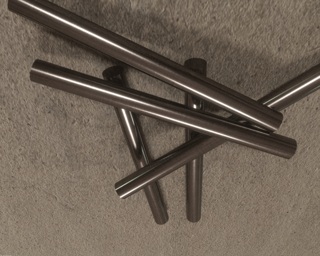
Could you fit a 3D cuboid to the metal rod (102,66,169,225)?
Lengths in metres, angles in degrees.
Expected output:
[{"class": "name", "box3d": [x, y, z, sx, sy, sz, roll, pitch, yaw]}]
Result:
[{"class": "metal rod", "box3d": [-0.025, 0.047, 0.446, 0.025, 0.025, 0.298, -9, 130, 7]}]

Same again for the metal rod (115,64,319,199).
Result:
[{"class": "metal rod", "box3d": [0.071, 0.009, 0.387, 0.300, 0.025, 0.025, -31, 124, 13]}]

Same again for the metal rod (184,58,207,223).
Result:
[{"class": "metal rod", "box3d": [0.049, 0.041, 0.442, 0.025, 0.025, 0.298, -3, 130, 2]}]

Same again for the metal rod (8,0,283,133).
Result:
[{"class": "metal rod", "box3d": [-0.005, -0.066, 0.325, 0.302, 0.025, 0.025, 24, 126, -10]}]

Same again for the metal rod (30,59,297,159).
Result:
[{"class": "metal rod", "box3d": [0.010, -0.018, 0.347, 0.302, 0.025, 0.025, 17, 128, -6]}]
